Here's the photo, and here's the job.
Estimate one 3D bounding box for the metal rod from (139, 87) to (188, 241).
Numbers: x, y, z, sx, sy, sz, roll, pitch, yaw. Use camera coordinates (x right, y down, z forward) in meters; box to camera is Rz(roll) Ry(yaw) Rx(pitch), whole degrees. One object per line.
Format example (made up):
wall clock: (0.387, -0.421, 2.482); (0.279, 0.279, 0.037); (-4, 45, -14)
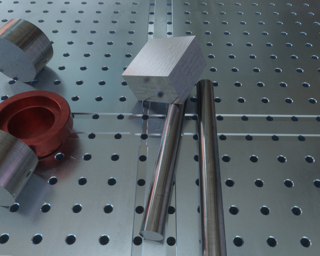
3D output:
metal rod: (0.018, -0.003, 0.410); (0.025, 0.025, 0.300); (8, 50, 6)

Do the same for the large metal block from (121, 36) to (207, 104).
large metal block: (0.008, -0.082, 0.436); (0.080, 0.050, 0.080); (9, 55, 37)

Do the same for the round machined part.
round machined part: (-0.160, 0.000, 0.394); (0.099, 0.042, 0.098); (1, 48, 0)

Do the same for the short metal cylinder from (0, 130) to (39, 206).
short metal cylinder: (-0.182, 0.042, 0.335); (0.080, 0.080, 0.050); (11, 51, 9)

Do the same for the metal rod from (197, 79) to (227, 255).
metal rod: (0.058, 0.051, 0.364); (0.025, 0.025, 0.300); (3, 50, 2)

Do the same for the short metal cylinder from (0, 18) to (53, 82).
short metal cylinder: (-0.211, -0.116, 0.468); (0.080, 0.080, 0.050); (14, 52, 11)
